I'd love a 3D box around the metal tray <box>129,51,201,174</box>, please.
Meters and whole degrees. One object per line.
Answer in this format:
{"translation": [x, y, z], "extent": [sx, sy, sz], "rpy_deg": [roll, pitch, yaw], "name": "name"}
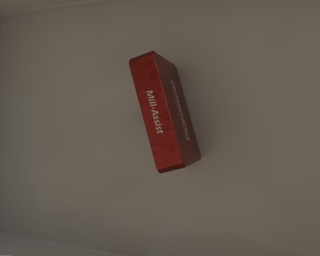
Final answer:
{"translation": [0.009, -0.017, 0.370], "extent": [0.030, 0.090, 0.129], "rpy_deg": [-17, 85, 18], "name": "metal tray"}
